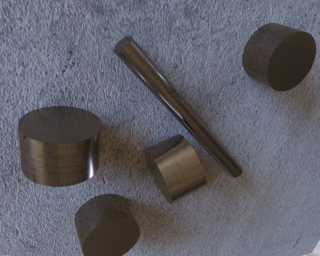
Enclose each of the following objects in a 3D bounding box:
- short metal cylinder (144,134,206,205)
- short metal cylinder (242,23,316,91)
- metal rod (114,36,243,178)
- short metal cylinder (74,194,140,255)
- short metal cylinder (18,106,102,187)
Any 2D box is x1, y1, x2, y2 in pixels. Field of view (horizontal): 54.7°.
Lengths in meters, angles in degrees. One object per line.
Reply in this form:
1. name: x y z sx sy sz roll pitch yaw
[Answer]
1. short metal cylinder: 0.019 0.055 0.416 0.050 0.080 0.080 -25 128 -13
2. short metal cylinder: 0.160 -0.096 0.419 0.081 0.050 0.079 -14 124 -21
3. metal rod: 0.044 -0.008 0.425 0.025 0.025 0.300 -44 130 2
4. short metal cylinder: -0.075 0.140 0.437 0.081 0.050 0.079 -14 124 -21
5. short metal cylinder: -0.103 0.017 0.325 0.081 0.080 0.050 -5 121 -26
